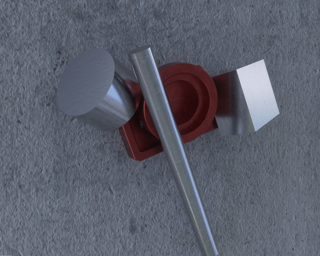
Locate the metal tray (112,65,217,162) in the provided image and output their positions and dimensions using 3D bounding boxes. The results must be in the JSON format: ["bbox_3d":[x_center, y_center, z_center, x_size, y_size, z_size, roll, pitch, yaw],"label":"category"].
[{"bbox_3d":[0.008,-0.021,0.411,0.131,0.030,0.090,-22,98,-19],"label":"metal tray"}]

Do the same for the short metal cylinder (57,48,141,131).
[{"bbox_3d":[-0.068,-0.042,0.350,0.050,0.080,0.080,34,76,-54],"label":"short metal cylinder"}]

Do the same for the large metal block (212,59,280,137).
[{"bbox_3d":[0.113,-0.042,0.422,0.081,0.050,0.080,-26,100,-45],"label":"large metal block"}]

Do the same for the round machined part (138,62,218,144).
[{"bbox_3d":[0.018,-0.032,0.383,0.099,0.042,0.097,-7,108,-23],"label":"round machined part"}]

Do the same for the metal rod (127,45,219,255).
[{"bbox_3d":[0.025,0.048,0.374,0.025,0.025,0.298,-29,117,-18],"label":"metal rod"}]
